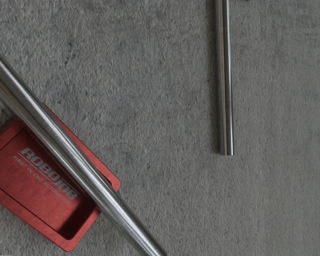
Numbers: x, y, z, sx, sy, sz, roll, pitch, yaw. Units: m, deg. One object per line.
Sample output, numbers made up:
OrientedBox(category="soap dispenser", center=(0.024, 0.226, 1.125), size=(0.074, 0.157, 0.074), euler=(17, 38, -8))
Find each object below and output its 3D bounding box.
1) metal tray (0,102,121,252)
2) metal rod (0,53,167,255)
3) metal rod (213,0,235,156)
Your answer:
OrientedBox(category="metal tray", center=(-0.111, 0.049, 0.309), size=(0.130, 0.030, 0.090), euler=(52, 60, -28))
OrientedBox(category="metal rod", center=(-0.077, 0.040, 0.301), size=(0.025, 0.025, 0.299), euler=(-49, 119, -29))
OrientedBox(category="metal rod", center=(0.100, -0.106, 0.491), size=(0.025, 0.025, 0.298), euler=(-5, 93, -40))
